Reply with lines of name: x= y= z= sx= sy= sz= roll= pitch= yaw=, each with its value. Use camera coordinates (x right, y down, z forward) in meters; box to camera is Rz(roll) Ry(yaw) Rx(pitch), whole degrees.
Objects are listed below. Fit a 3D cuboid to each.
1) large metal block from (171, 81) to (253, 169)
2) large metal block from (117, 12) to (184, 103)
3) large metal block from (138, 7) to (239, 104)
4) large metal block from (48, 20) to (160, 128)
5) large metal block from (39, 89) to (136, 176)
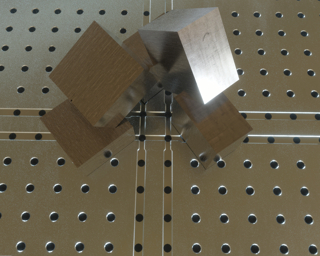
large metal block: x=0.059 y=-0.003 z=0.383 sx=0.050 sy=0.080 sz=0.080 roll=-32 pitch=74 yaw=-11
large metal block: x=-0.008 y=-0.091 z=0.414 sx=0.080 sy=0.080 sz=0.050 roll=-40 pitch=75 yaw=-13
large metal block: x=0.030 y=-0.081 z=0.337 sx=0.050 sy=0.080 sz=0.080 roll=-36 pitch=32 yaw=-17
large metal block: x=-0.062 y=-0.057 z=0.349 sx=0.080 sy=0.050 sz=0.080 roll=46 pitch=101 yaw=14
large metal block: x=-0.089 y=0.001 z=0.396 sx=0.080 sy=0.050 sz=0.080 roll=-38 pitch=75 yaw=-13
